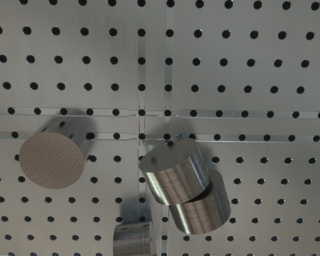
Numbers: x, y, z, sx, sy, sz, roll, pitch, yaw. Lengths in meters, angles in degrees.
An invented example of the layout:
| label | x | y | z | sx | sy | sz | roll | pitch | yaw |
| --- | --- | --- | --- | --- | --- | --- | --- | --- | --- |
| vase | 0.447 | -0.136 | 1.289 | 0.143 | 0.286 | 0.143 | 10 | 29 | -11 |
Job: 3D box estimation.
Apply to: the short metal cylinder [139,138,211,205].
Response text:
| label | x | y | z | sx | sy | sz | roll | pitch | yaw |
| --- | --- | --- | --- | --- | --- | --- | --- | --- | --- |
| short metal cylinder | 0.020 | 0.055 | 0.405 | 0.080 | 0.080 | 0.050 | -22 | 109 | 7 |

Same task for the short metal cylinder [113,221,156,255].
| label | x | y | z | sx | sy | sz | roll | pitch | yaw |
| --- | --- | --- | --- | --- | --- | --- | --- | --- | --- |
| short metal cylinder | -0.034 | 0.179 | 0.450 | 0.050 | 0.080 | 0.079 | -8 | 110 | 2 |

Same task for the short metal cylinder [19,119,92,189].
| label | x | y | z | sx | sy | sz | roll | pitch | yaw |
| --- | --- | --- | --- | --- | --- | --- | --- | --- | --- |
| short metal cylinder | -0.136 | 0.033 | 0.411 | 0.081 | 0.050 | 0.079 | 0 | 110 | -1 |

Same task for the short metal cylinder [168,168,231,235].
| label | x | y | z | sx | sy | sz | roll | pitch | yaw |
| --- | --- | --- | --- | --- | --- | --- | --- | --- | --- |
| short metal cylinder | 0.051 | 0.097 | 0.421 | 0.080 | 0.080 | 0.050 | -16 | 110 | 5 |
